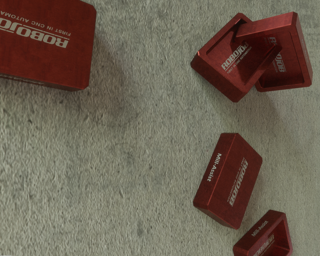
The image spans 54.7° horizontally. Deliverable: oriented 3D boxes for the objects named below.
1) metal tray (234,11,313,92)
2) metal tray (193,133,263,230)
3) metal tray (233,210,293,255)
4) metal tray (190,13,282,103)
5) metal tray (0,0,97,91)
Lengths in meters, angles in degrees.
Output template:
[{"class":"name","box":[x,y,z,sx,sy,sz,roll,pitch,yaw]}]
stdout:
[{"class":"metal tray","box":[0.187,-0.116,0.501,0.130,0.090,0.030,50,49,-40]},{"class":"metal tray","box":[0.112,0.083,0.495,0.090,0.030,0.130,40,66,-33]},{"class":"metal tray","box":[0.189,0.220,0.559,0.131,0.030,0.089,-26,106,-37]},{"class":"metal tray","box":[0.119,-0.110,0.471,0.090,0.030,0.131,41,60,3]},{"class":"metal tray","box":[-0.129,-0.091,0.293,0.131,0.030,0.089,8,85,-40]}]
